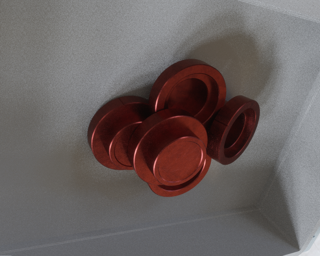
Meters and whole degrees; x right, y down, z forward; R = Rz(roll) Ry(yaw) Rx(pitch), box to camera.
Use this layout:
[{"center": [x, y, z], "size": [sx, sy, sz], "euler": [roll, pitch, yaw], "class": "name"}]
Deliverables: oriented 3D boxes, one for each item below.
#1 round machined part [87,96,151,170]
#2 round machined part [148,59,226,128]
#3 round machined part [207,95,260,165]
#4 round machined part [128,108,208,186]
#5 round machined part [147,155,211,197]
[{"center": [-0.036, 0.013, 0.383], "size": [0.099, 0.042, 0.097], "euler": [-14, 125, -21], "class": "round machined part"}, {"center": [0.030, -0.040, 0.389], "size": [0.099, 0.042, 0.097], "euler": [-14, 125, -21], "class": "round machined part"}, {"center": [0.095, -0.001, 0.435], "size": [0.099, 0.042, 0.097], "euler": [-30, 135, -35], "class": "round machined part"}, {"center": [0.015, 0.029, 0.367], "size": [0.099, 0.042, 0.097], "euler": [-14, 125, -21], "class": "round machined part"}, {"center": [0.020, 0.046, 0.436], "size": [0.099, 0.042, 0.097], "euler": [-14, 125, -21], "class": "round machined part"}]
